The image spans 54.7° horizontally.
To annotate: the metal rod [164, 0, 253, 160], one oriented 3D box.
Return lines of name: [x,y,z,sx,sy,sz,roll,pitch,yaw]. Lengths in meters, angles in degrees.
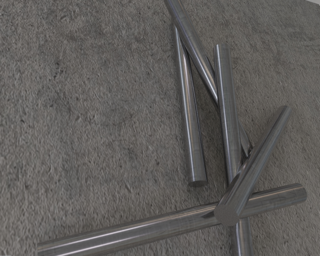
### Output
metal rod: [0.077,-0.071,0.465,0.025,0.025,0.299,-16,77,-35]

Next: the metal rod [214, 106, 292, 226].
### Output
metal rod: [0.140,0.029,0.420,0.025,0.025,0.302,47,39,5]

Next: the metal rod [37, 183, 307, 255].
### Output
metal rod: [0.032,0.098,0.330,0.303,0.025,0.025,-7,65,-21]

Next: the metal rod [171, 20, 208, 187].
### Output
metal rod: [0.040,-0.060,0.461,0.025,0.025,0.299,10,57,-23]

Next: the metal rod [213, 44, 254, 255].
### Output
metal rod: [0.094,0.023,0.408,0.025,0.025,0.299,8,68,-24]
